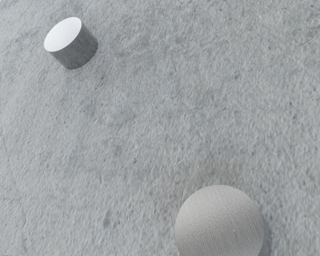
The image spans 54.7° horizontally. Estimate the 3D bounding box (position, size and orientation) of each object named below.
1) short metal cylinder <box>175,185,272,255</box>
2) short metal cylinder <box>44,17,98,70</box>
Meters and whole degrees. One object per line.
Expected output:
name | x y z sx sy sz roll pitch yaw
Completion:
short metal cylinder | 0.061 0.100 0.294 0.080 0.050 0.080 -13 56 20
short metal cylinder | -0.161 -0.154 0.564 0.080 0.050 0.080 -13 56 20
